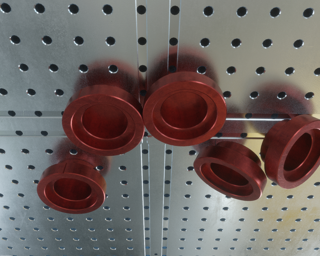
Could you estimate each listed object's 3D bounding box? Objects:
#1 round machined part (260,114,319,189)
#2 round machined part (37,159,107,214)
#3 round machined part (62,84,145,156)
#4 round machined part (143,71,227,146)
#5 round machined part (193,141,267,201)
[{"bbox_3d":[0.171,0.027,0.406,0.099,0.042,0.097,-15,121,-27],"label":"round machined part"},{"bbox_3d":[-0.131,0.085,0.471,0.099,0.042,0.097,0,130,0],"label":"round machined part"},{"bbox_3d":[-0.068,-0.014,0.388,0.099,0.042,0.097,0,130,0],"label":"round machined part"},{"bbox_3d":[0.029,-0.027,0.378,0.099,0.042,0.097,0,130,0],"label":"round machined part"},{"bbox_3d":[0.099,0.055,0.428,0.098,0.042,0.098,26,152,16],"label":"round machined part"}]
